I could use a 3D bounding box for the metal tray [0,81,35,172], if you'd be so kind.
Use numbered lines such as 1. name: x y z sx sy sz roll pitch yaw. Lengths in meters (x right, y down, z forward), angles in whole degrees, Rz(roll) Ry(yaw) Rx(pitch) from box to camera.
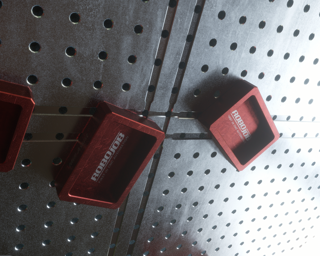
1. metal tray: -0.199 -0.009 0.293 0.131 0.030 0.089 13 112 -34

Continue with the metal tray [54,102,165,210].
1. metal tray: -0.064 0.040 0.398 0.091 0.030 0.129 23 106 -37

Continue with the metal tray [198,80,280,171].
1. metal tray: 0.126 0.000 0.479 0.090 0.030 0.130 -41 130 0
